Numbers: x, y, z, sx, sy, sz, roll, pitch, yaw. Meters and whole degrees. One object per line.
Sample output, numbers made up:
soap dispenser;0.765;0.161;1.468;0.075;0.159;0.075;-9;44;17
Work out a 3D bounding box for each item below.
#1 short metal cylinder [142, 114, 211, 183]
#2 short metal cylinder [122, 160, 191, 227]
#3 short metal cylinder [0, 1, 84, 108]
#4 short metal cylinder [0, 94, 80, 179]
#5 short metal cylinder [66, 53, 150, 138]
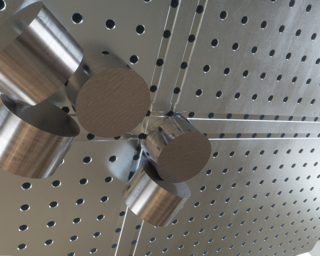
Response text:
short metal cylinder;0.022;0.028;0.424;0.081;0.050;0.079;-14;124;-21
short metal cylinder;-0.005;0.089;0.428;0.080;0.080;0.050;25;105;-37
short metal cylinder;-0.116;-0.064;0.272;0.080;0.080;0.050;-40;130;-1
short metal cylinder;-0.129;0.005;0.308;0.080;0.080;0.050;25;105;-37
short metal cylinder;-0.057;-0.036;0.341;0.081;0.050;0.079;-14;124;-21
